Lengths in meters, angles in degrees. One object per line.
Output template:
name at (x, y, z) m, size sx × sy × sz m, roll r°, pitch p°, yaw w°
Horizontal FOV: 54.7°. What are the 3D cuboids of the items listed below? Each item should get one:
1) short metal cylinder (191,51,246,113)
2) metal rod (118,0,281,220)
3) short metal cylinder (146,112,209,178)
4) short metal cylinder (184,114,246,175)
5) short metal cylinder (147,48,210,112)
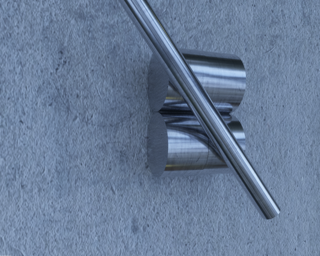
short metal cylinder at (0.067, -0.059, 0.406) m, size 0.050 × 0.080 × 0.079 m, roll 1°, pitch 90°, yaw -20°
metal rod at (0.050, -0.018, 0.344) m, size 0.025 × 0.025 × 0.299 m, roll -38°, pitch 103°, yaw -16°
short metal cylinder at (0.019, 0.021, 0.388) m, size 0.050 × 0.080 × 0.079 m, roll 1°, pitch 90°, yaw -20°
short metal cylinder at (0.067, 0.021, 0.406) m, size 0.050 × 0.080 × 0.079 m, roll 1°, pitch 90°, yaw -20°
short metal cylinder at (0.020, -0.060, 0.389) m, size 0.050 × 0.080 × 0.079 m, roll 1°, pitch 90°, yaw -20°
